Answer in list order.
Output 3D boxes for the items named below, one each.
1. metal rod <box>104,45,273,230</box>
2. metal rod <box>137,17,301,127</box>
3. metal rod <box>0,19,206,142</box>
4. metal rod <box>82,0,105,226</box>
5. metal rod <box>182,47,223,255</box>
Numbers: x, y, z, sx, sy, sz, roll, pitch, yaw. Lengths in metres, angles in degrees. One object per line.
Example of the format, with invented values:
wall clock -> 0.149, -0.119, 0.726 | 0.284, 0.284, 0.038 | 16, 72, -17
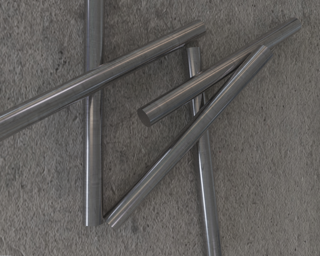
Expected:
metal rod -> 0.040, 0.008, 0.400 | 0.025, 0.025, 0.300 | 44, 85, -15
metal rod -> 0.096, -0.086, 0.423 | 0.302, 0.025, 0.025 | -33, 101, -25
metal rod -> -0.059, -0.064, 0.361 | 0.302, 0.025, 0.025 | -33, 101, -27
metal rod -> -0.081, -0.033, 0.378 | 0.025, 0.025, 0.298 | 0, 90, -20
metal rod -> 0.060, 0.040, 0.430 | 0.025, 0.025, 0.298 | -7, 93, -20
